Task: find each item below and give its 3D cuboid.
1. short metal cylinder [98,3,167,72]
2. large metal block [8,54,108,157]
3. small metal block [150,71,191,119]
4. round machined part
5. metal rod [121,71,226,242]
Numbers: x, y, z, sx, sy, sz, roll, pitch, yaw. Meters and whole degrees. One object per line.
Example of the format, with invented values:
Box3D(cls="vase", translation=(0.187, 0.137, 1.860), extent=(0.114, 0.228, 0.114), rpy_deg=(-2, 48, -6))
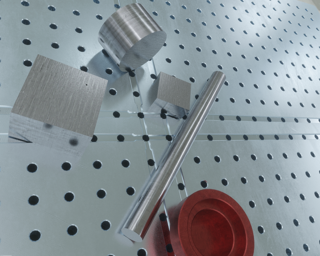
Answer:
Box3D(cls="short metal cylinder", translation=(-0.038, -0.124, 0.429), extent=(0.081, 0.080, 0.050), rpy_deg=(-31, 79, -38))
Box3D(cls="large metal block", translation=(-0.112, -0.024, 0.347), extent=(0.081, 0.050, 0.080), rpy_deg=(19, 54, -18))
Box3D(cls="small metal block", translation=(0.016, -0.047, 0.447), extent=(0.050, 0.025, 0.050), rpy_deg=(19, 54, -18))
Box3D(cls="round machined part", translation=(0.055, 0.123, 0.353), extent=(0.099, 0.042, 0.098), rpy_deg=(14, 56, -21))
Box3D(cls="metal rod", translation=(0.034, 0.014, 0.419), extent=(0.025, 0.025, 0.301), rpy_deg=(37, 51, -4))
